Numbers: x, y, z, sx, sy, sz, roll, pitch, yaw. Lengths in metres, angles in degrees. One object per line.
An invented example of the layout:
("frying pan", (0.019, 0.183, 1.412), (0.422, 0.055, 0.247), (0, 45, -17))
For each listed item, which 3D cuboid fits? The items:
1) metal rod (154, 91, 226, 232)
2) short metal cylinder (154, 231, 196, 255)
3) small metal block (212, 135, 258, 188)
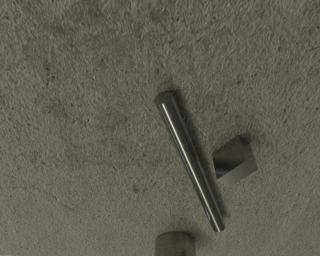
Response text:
("metal rod", (0.055, 0.070, 0.467), (0.025, 0.025, 0.299), (-16, 129, 12))
("short metal cylinder", (0.030, 0.244, 0.599), (0.081, 0.050, 0.079), (0, 130, 0))
("small metal block", (0.103, 0.046, 0.432), (0.025, 0.050, 0.050), (34, 122, -26))
